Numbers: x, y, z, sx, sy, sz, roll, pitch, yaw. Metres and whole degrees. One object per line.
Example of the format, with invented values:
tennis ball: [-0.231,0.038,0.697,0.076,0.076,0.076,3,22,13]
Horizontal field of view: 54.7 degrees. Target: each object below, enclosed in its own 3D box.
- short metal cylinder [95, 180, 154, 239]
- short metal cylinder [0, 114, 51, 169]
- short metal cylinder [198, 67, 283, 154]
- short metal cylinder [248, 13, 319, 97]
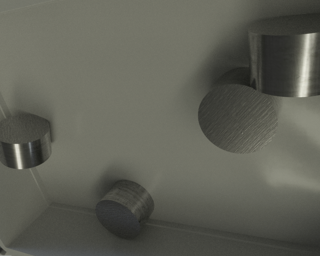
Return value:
short metal cylinder: [-0.056,0.131,0.502,0.080,0.050,0.079,13,124,20]
short metal cylinder: [-0.219,0.021,0.498,0.080,0.080,0.050,20,126,16]
short metal cylinder: [0.087,-0.019,0.334,0.080,0.050,0.079,13,124,20]
short metal cylinder: [0.119,-0.066,0.270,0.080,0.080,0.050,4,120,26]
